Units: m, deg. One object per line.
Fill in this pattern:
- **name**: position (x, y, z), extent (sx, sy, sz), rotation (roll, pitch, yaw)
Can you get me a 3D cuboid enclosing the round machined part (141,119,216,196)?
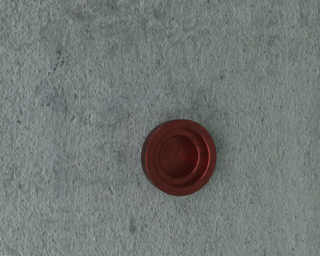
- **round machined part**: position (0.021, 0.037, 0.410), extent (0.099, 0.042, 0.097), rotation (0, 90, -21)
